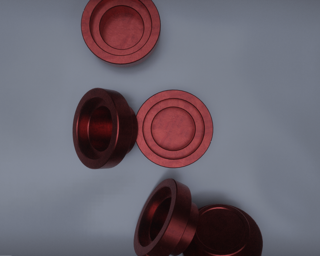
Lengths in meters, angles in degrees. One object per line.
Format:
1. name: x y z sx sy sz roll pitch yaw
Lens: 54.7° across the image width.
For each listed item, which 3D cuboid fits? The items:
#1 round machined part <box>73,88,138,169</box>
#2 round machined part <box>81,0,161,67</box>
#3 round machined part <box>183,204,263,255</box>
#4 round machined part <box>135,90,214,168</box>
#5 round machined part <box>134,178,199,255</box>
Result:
1. round machined part: -0.065 0.001 0.385 0.042 0.098 0.097 4 90 -45
2. round machined part: -0.049 -0.127 0.402 0.099 0.042 0.097 0 90 -1
3. round machined part: 0.073 0.132 0.375 0.099 0.098 0.042 -11 130 -1
4. round machined part: 0.017 0.001 0.403 0.099 0.042 0.097 0 90 -1
5. round machined part: 0.011 0.115 0.377 0.042 0.098 0.098 29 90 -15
